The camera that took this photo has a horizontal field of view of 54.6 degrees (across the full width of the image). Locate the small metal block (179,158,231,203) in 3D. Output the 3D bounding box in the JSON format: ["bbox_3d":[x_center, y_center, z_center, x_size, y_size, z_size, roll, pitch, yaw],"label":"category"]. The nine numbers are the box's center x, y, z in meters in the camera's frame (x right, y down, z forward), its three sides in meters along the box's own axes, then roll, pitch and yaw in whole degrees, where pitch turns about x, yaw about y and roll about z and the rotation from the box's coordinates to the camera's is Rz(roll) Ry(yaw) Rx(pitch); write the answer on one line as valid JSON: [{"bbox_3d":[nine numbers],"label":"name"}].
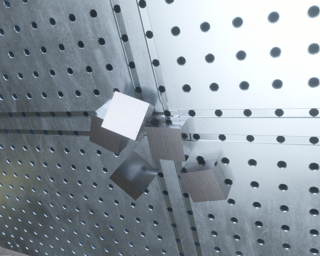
[{"bbox_3d":[0.062,0.073,0.424,0.050,0.025,0.050,-15,111,34],"label":"small metal block"}]

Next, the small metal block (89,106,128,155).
[{"bbox_3d":[-0.073,0.004,0.453,0.050,0.025,0.050,24,127,13],"label":"small metal block"}]

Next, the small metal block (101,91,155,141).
[{"bbox_3d":[-0.042,-0.015,0.408,0.050,0.025,0.050,21,90,15],"label":"small metal block"}]

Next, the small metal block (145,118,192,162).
[{"bbox_3d":[0.012,0.015,0.415,0.050,0.025,0.050,3,120,26],"label":"small metal block"}]

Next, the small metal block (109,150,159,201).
[{"bbox_3d":[-0.038,0.069,0.458,0.050,0.050,0.025,41,129,0],"label":"small metal block"}]
